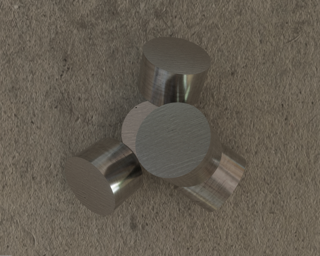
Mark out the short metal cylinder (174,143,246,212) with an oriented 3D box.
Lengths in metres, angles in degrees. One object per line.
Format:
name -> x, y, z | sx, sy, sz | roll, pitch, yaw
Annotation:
short metal cylinder -> 0.061, 0.056, 0.384 | 0.050, 0.080, 0.080 | 35, 90, 0

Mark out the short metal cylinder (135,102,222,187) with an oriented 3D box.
short metal cylinder -> 0.021, 0.019, 0.332 | 0.080, 0.050, 0.080 | -8, 67, 21

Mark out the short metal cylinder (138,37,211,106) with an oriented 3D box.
short metal cylinder -> 0.016, -0.068, 0.377 | 0.080, 0.080, 0.050 | 14, 133, 0

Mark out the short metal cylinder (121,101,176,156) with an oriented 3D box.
short metal cylinder -> -0.006, 0.006, 0.398 | 0.081, 0.050, 0.080 | 0, 90, -1

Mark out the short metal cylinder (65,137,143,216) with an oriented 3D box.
short metal cylinder -> -0.068, 0.058, 0.377 | 0.080, 0.050, 0.079 | 19, 125, 29
